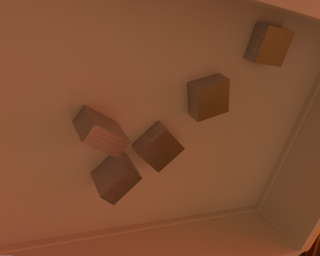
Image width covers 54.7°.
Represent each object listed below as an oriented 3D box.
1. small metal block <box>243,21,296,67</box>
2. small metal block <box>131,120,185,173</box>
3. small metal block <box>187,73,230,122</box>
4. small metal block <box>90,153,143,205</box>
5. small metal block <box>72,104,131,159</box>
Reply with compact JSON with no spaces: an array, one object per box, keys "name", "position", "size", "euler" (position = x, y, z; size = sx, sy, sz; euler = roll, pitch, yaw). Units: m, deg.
[{"name":"small metal block","position":[0.149,-0.114,0.422],"size":[0.050,0.025,0.050],"euler":[0,118,-29]},{"name":"small metal block","position":[-0.002,0.026,0.425],"size":[0.050,0.025,0.050],"euler":[-42,130,1]},{"name":"small metal block","position":[0.066,-0.042,0.421],"size":[0.050,0.025,0.050],"euler":[-19,126,-18]},{"name":"small metal block","position":[-0.058,0.062,0.401],"size":[0.050,0.050,0.025],"euler":[-44,130,2]},{"name":"small metal block","position":[-0.068,0.004,0.359],"size":[0.050,0.050,0.025],"euler":[30,102,-38]}]
